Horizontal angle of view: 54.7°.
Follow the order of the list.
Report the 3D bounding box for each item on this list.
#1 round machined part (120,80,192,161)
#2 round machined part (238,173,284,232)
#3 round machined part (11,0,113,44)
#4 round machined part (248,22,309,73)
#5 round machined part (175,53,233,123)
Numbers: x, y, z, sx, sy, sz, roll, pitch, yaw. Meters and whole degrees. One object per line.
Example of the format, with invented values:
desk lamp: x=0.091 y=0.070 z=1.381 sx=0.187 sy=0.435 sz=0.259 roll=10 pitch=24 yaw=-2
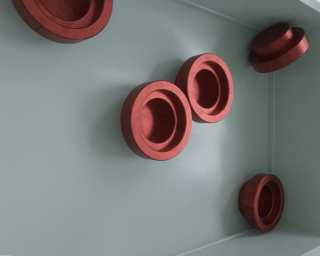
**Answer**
round machined part: x=-0.009 y=-0.009 z=0.390 sx=0.099 sy=0.042 sz=0.097 roll=0 pitch=90 yaw=-40
round machined part: x=0.175 y=0.128 z=0.546 sx=0.099 sy=0.042 sz=0.097 roll=0 pitch=90 yaw=-40
round machined part: x=-0.101 y=-0.134 z=0.312 sx=0.099 sy=0.042 sz=0.097 roll=0 pitch=90 yaw=-40
round machined part: x=0.195 y=-0.141 z=0.526 sx=0.042 sy=0.098 sz=0.098 roll=50 pitch=61 yaw=-25
round machined part: x=0.059 y=-0.056 z=0.447 sx=0.099 sy=0.042 sz=0.097 roll=0 pitch=90 yaw=-40
